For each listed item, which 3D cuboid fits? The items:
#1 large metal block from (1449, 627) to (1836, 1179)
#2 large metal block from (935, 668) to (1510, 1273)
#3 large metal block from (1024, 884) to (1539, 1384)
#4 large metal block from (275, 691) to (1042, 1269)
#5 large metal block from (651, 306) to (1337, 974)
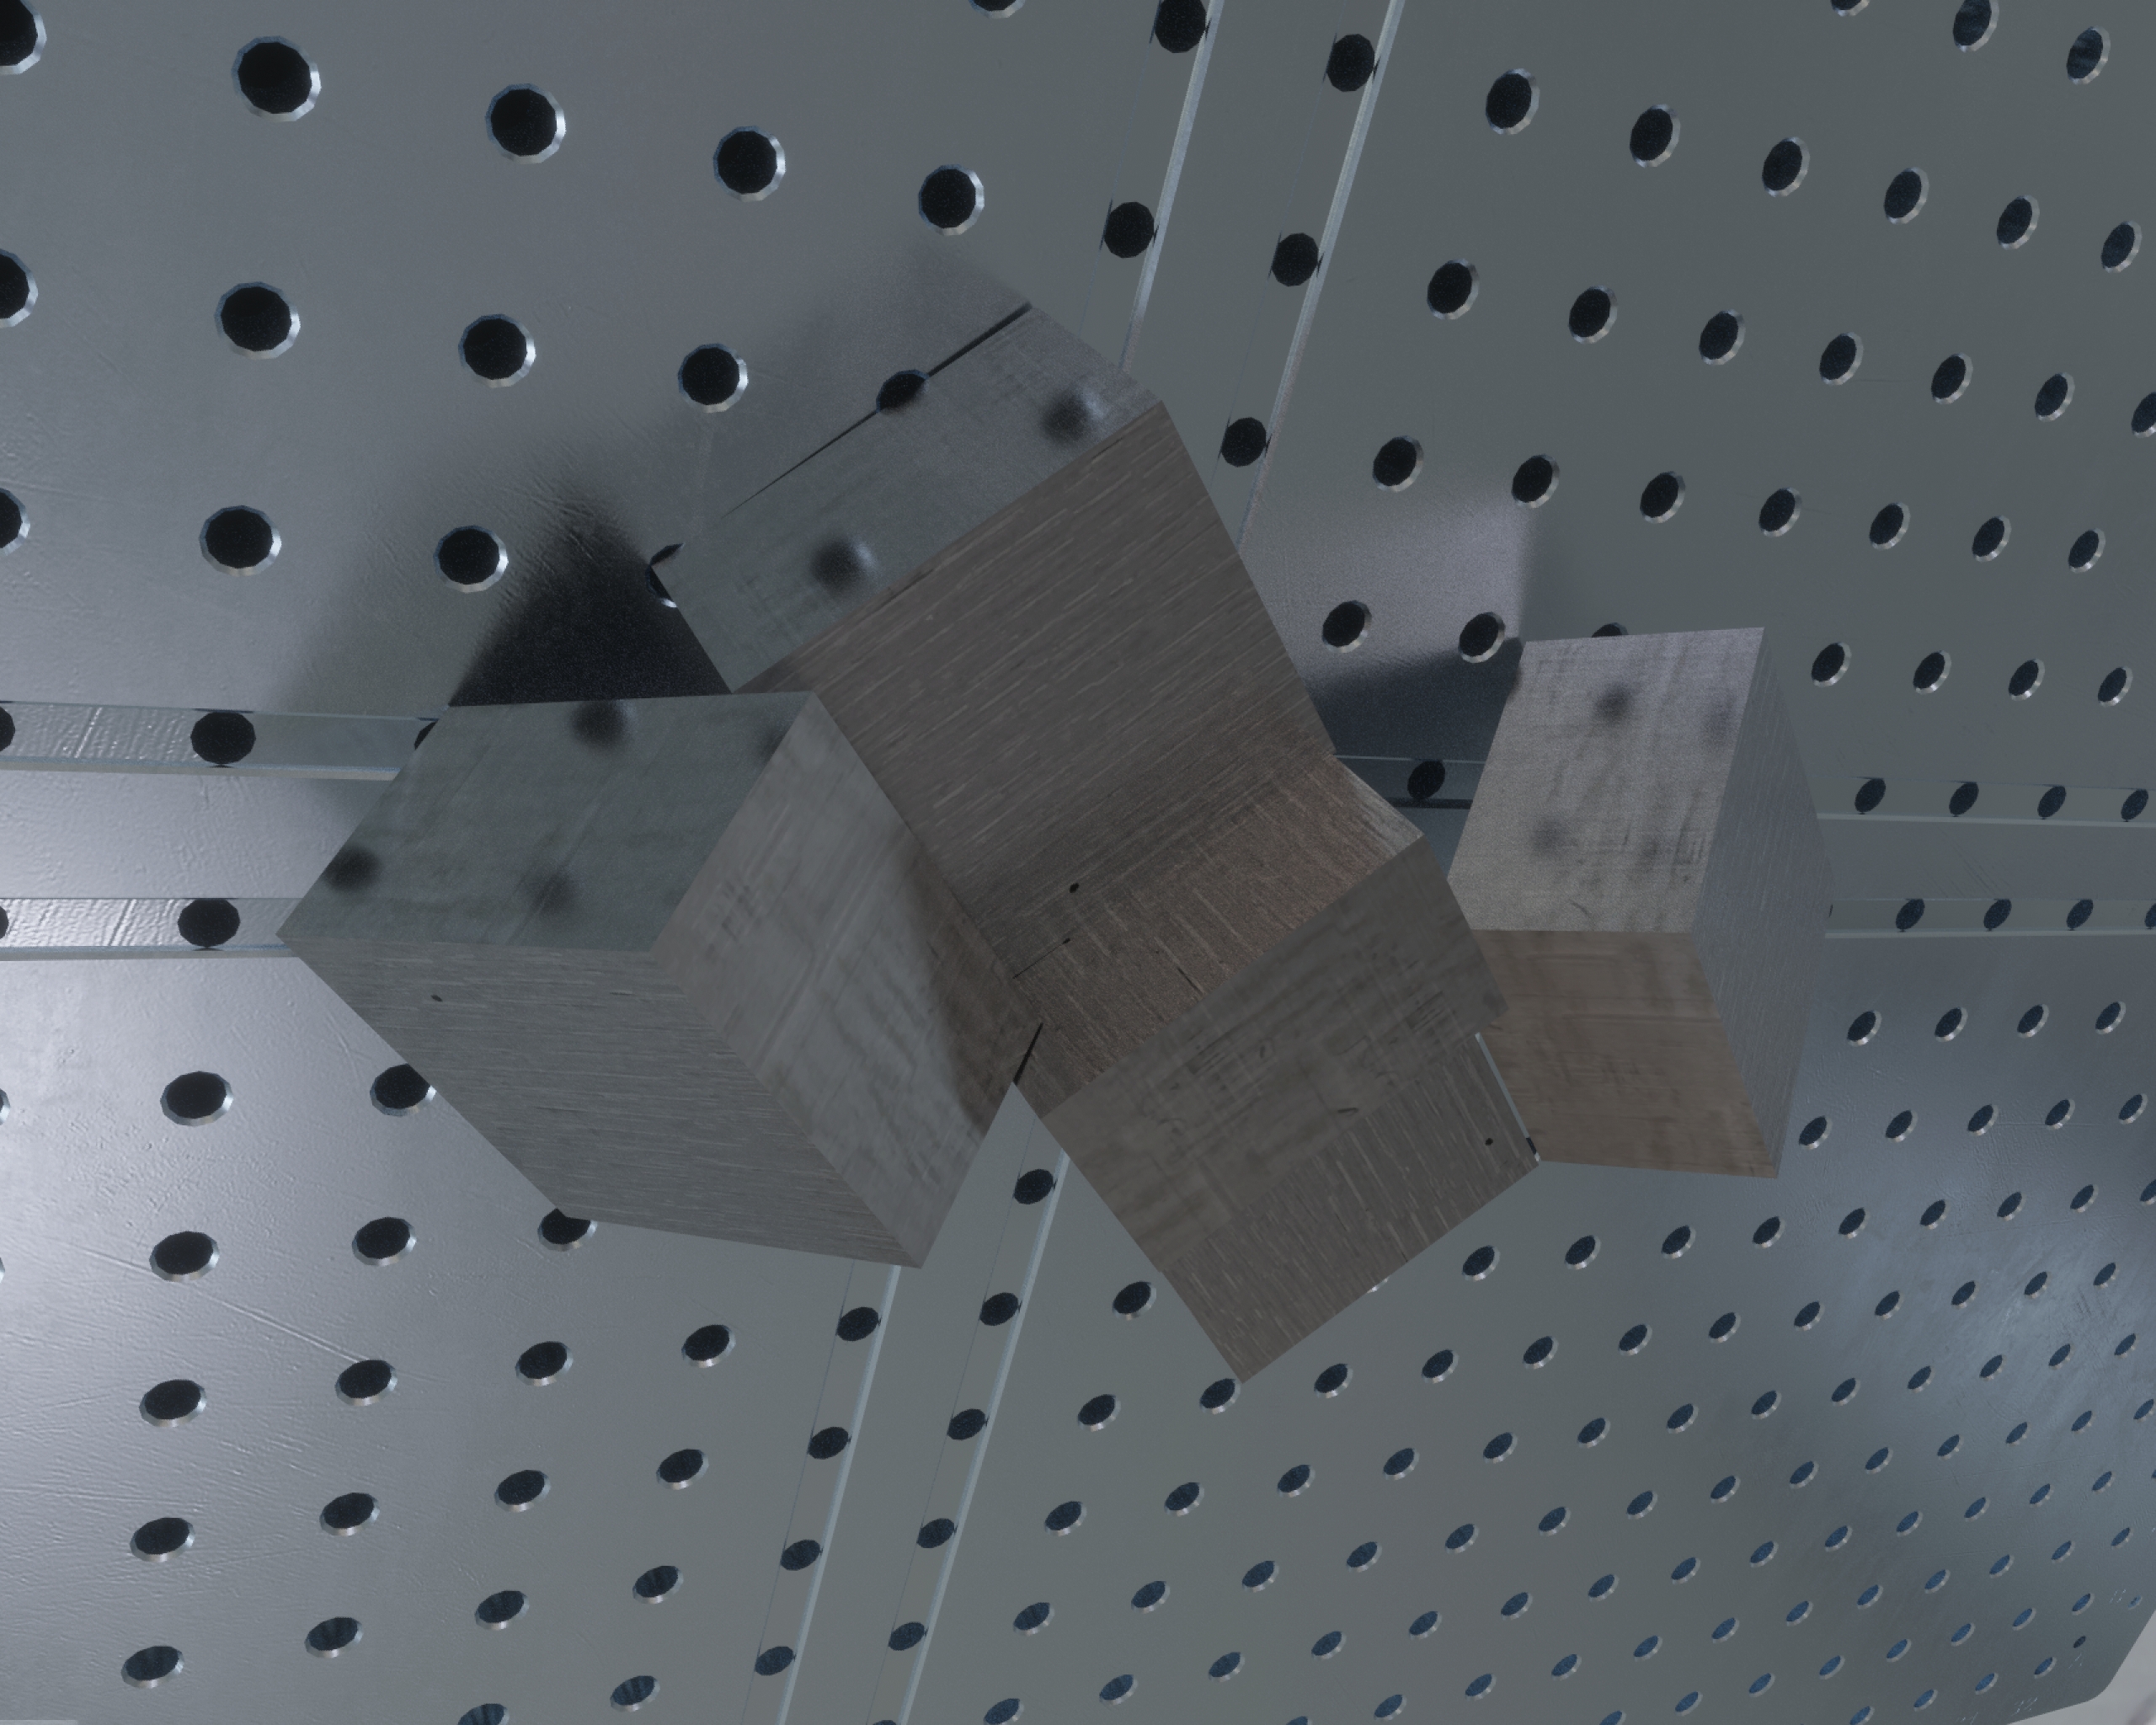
[{"bbox_3d":[0.120,0.009,0.438,0.080,0.050,0.080,58,44,-39],"label":"large metal block"},{"bbox_3d":[0.019,0.015,0.394,0.080,0.080,0.050,-36,131,-4],"label":"large metal block"},{"bbox_3d":[0.041,0.051,0.448,0.080,0.050,0.080,-35,128,-5],"label":"large metal block"},{"bbox_3d":[-0.065,0.019,0.342,0.080,0.080,0.050,58,45,-39],"label":"large metal block"},{"bbox_3d":[-0.013,-0.035,0.365,0.080,0.050,0.080,-35,130,-3],"label":"large metal block"}]
